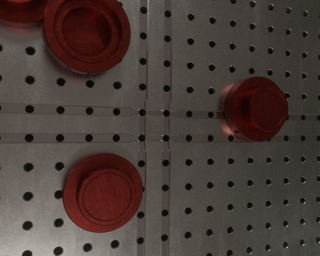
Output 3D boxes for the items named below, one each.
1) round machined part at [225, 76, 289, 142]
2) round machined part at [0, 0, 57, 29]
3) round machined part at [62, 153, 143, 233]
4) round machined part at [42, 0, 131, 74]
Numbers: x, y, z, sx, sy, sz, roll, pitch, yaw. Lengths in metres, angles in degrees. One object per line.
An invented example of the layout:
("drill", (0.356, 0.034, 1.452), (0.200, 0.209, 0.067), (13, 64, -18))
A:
("round machined part", (0.150, -0.028, 0.461), (0.099, 0.042, 0.097), (0, 90, -21))
("round machined part", (-0.159, -0.166, 0.345), (0.099, 0.042, 0.097), (0, 90, -20))
("round machined part", (-0.068, 0.080, 0.379), (0.099, 0.042, 0.097), (0, 90, -21))
("round machined part", (-0.088, -0.113, 0.368), (0.099, 0.042, 0.097), (-2, 95, -26))
